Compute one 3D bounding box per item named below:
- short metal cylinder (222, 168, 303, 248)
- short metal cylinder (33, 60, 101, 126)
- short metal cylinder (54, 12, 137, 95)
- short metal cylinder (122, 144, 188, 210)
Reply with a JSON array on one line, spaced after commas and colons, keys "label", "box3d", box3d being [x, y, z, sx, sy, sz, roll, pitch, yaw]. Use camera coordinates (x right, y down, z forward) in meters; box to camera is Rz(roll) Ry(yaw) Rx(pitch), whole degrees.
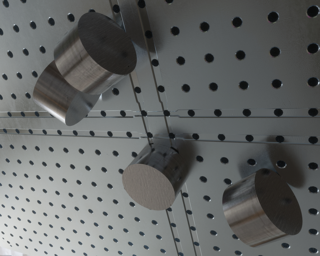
[{"label": "short metal cylinder", "box3d": [0.122, 0.095, 0.370, 0.080, 0.080, 0.050, 46, 129, -4]}, {"label": "short metal cylinder", "box3d": [-0.117, -0.049, 0.407, 0.050, 0.080, 0.079, 34, 129, 6]}, {"label": "short metal cylinder", "box3d": [-0.074, -0.086, 0.362, 0.050, 0.080, 0.080, -28, 103, 37]}, {"label": "short metal cylinder", "box3d": [-0.006, 0.070, 0.442, 0.080, 0.050, 0.079, 13, 124, 21]}]
